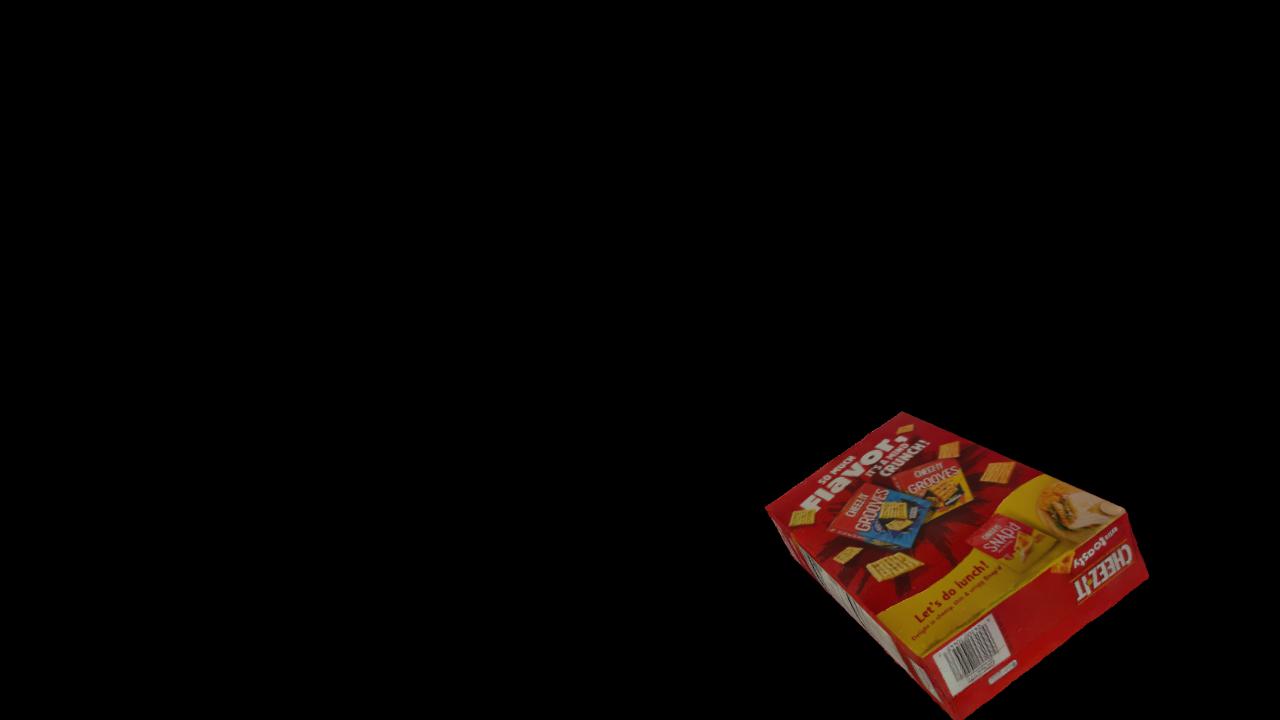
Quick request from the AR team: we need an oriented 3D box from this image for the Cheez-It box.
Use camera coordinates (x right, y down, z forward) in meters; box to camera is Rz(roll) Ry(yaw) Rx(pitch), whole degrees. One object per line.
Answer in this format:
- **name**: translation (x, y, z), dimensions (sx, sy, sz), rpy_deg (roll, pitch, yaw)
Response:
- **Cheez-It box**: translation (0.222, 0.138, 0.483), dimensions (0.166, 0.071, 0.223), rpy_deg (-32, 17, -7)
